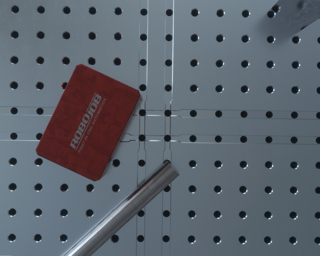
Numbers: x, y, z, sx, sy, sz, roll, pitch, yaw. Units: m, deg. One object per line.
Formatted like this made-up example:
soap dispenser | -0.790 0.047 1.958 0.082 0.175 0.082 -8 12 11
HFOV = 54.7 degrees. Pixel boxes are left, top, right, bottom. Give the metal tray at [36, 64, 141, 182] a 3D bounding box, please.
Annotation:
metal tray | -0.092 -0.007 0.410 0.090 0.030 0.129 26 90 -1

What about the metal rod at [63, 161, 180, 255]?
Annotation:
metal rod | -0.093 0.154 0.412 0.300 0.025 0.025 -42 91 -1

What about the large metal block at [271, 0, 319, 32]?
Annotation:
large metal block | 0.199 -0.178 0.388 0.050 0.080 0.080 41 90 -1
